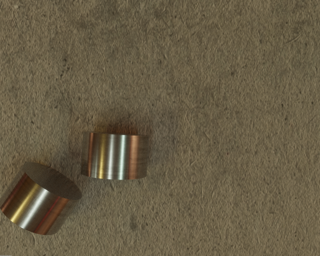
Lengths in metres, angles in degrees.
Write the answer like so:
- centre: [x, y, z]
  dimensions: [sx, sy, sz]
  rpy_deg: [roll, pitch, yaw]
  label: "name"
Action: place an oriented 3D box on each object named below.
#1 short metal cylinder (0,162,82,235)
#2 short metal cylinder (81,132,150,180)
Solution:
- centre: [-0.145, 0.085, 0.381]
  dimensions: [0.080, 0.080, 0.050]
  rpy_deg: [34, 90, 0]
  label: "short metal cylinder"
- centre: [-0.055, 0.032, 0.382]
  dimensions: [0.080, 0.080, 0.050]
  rpy_deg: [4, 90, 0]
  label: "short metal cylinder"
